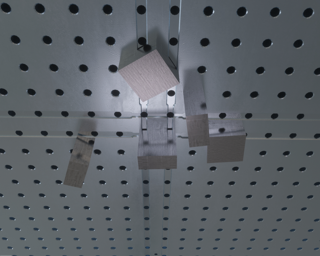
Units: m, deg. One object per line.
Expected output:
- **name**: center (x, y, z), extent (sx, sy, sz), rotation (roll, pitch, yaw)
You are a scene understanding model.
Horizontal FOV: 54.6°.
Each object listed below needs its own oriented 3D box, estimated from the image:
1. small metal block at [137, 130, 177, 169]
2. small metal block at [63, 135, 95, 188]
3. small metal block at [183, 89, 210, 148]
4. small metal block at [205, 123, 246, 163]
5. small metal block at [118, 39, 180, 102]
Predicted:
- **small metal block**: center (-0.003, 0.029, 0.419), extent (0.050, 0.050, 0.025), rotation (-1, 130, 1)
- **small metal block**: center (-0.113, 0.047, 0.434), extent (0.025, 0.050, 0.050), rotation (16, 128, -13)
- **small metal block**: center (0.045, -0.012, 0.385), extent (0.025, 0.050, 0.050), rotation (-7, 130, 5)
- **small metal block**: center (0.089, 0.021, 0.430), extent (0.050, 0.025, 0.050), rotation (-4, 130, 3)
- **small metal block**: center (-0.012, -0.065, 0.356), extent (0.050, 0.025, 0.050), rotation (-25, 126, 20)
